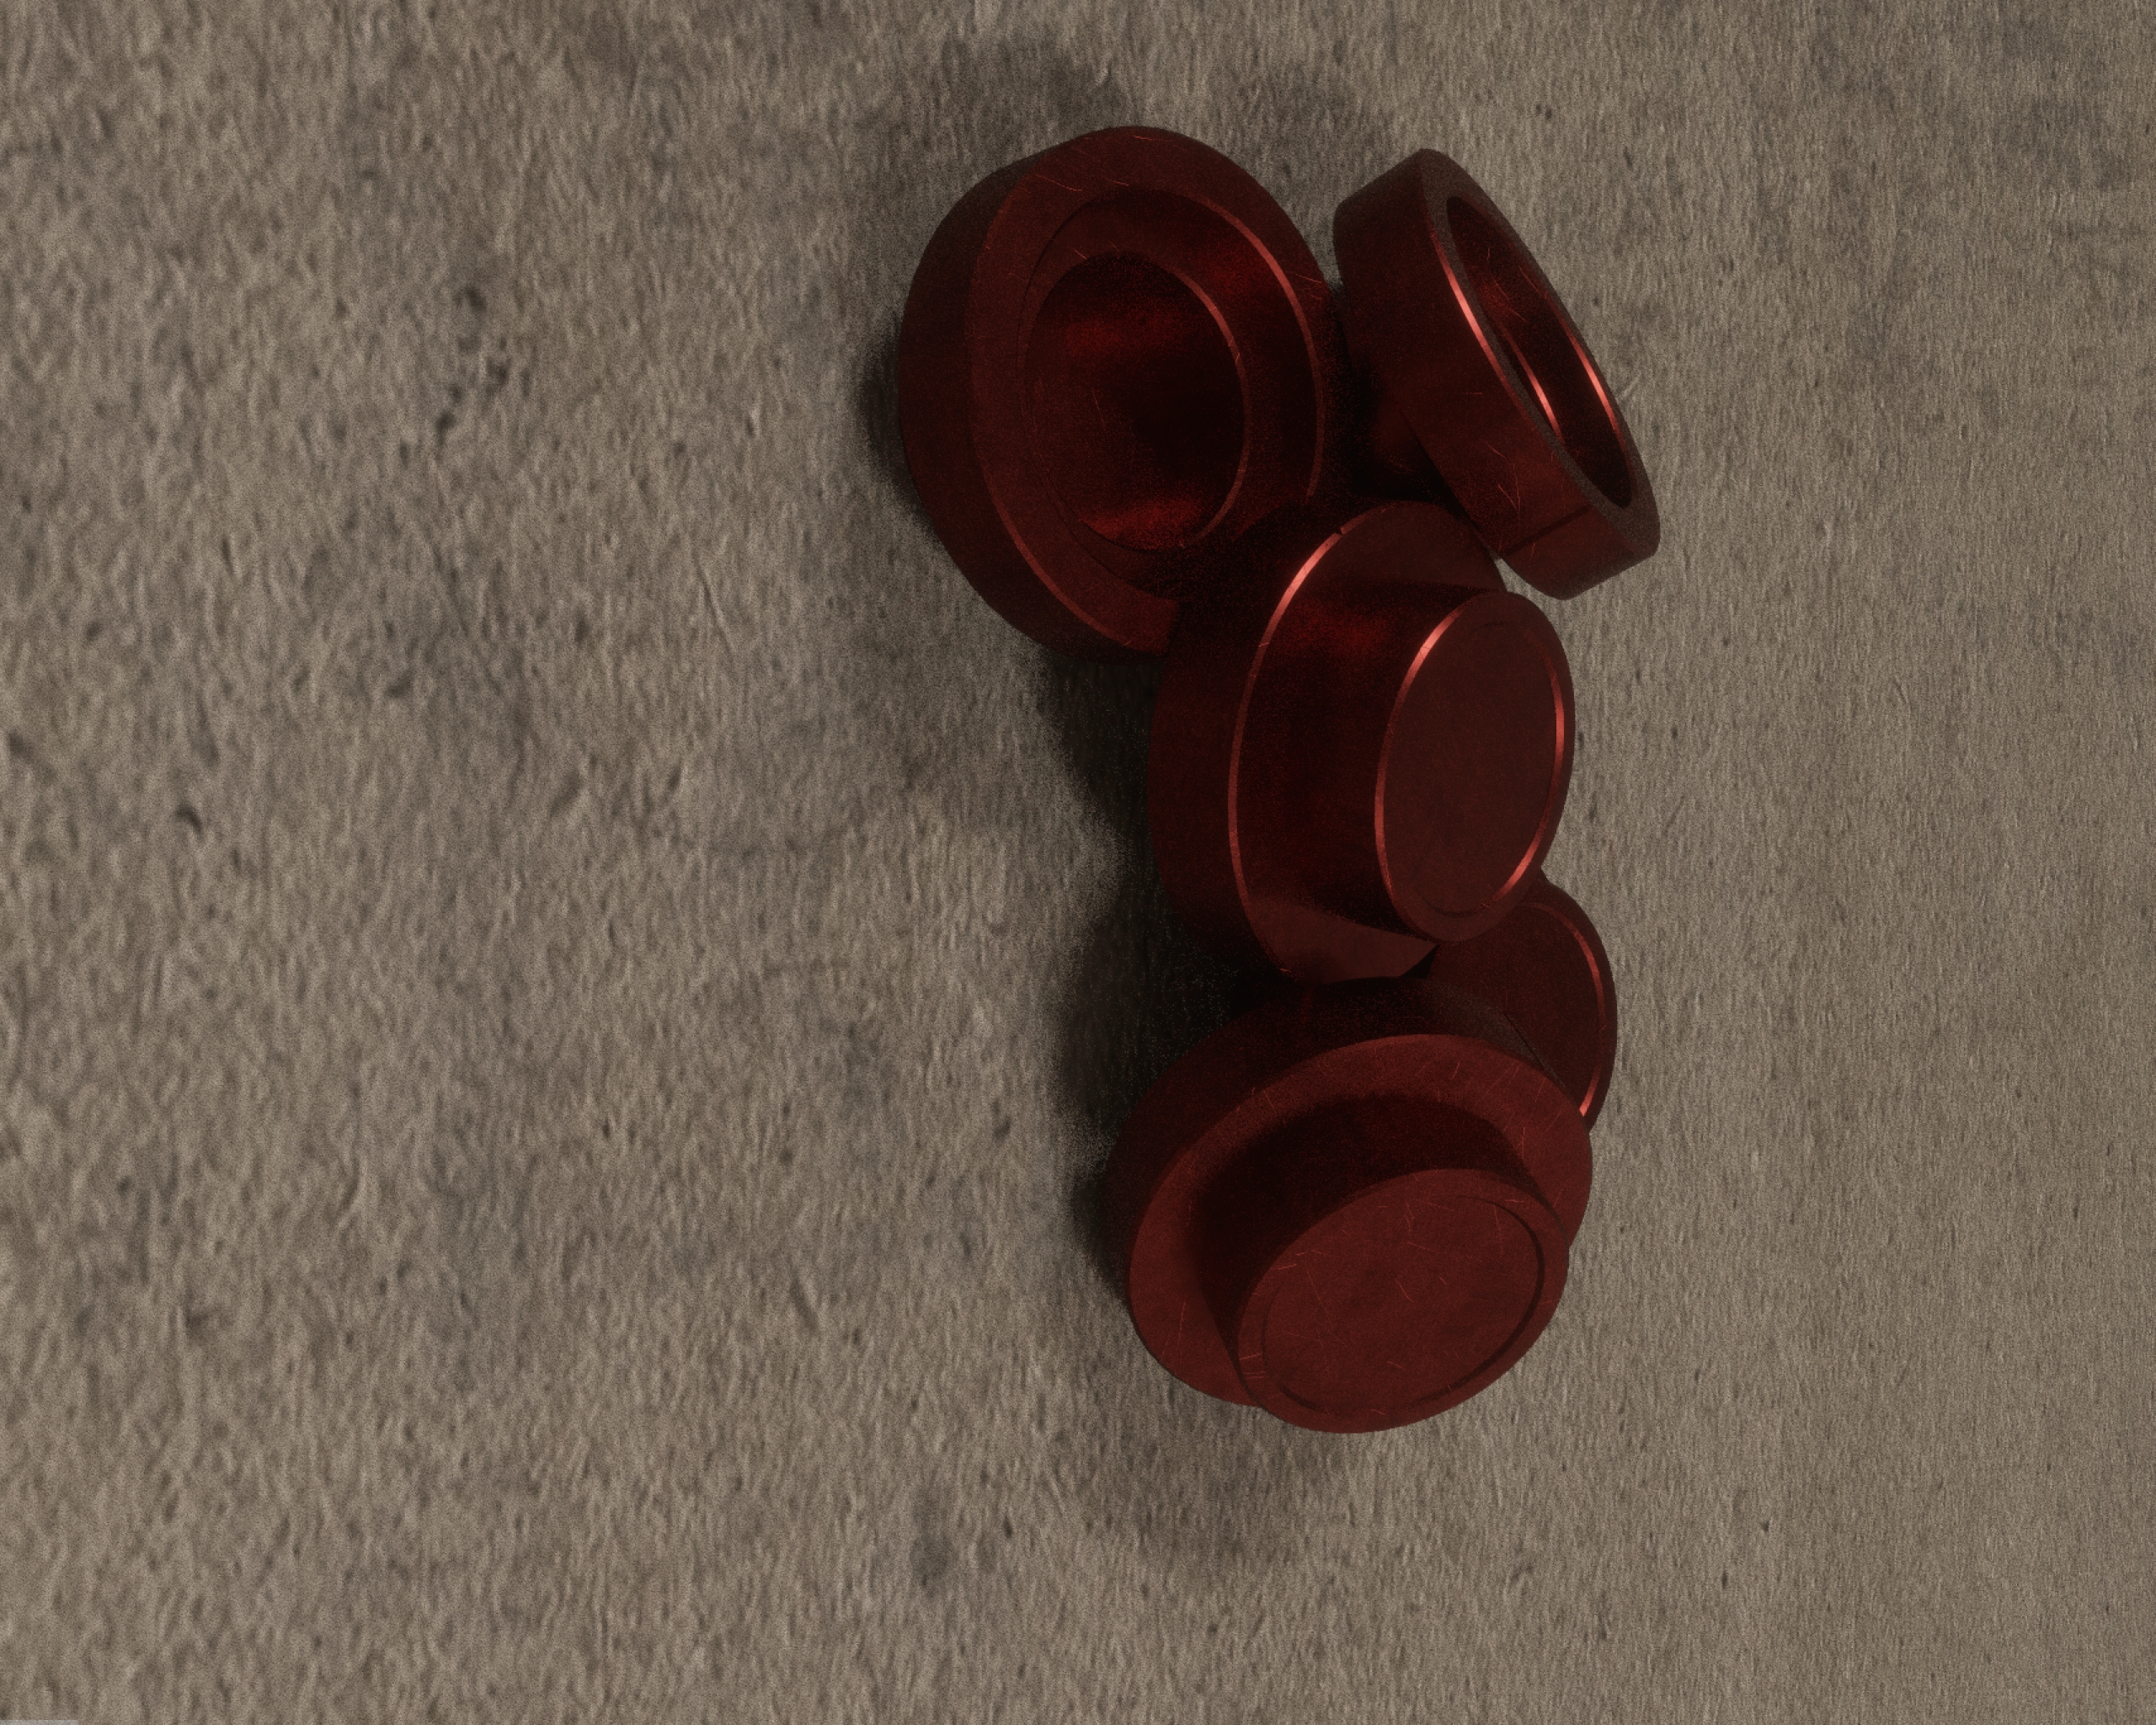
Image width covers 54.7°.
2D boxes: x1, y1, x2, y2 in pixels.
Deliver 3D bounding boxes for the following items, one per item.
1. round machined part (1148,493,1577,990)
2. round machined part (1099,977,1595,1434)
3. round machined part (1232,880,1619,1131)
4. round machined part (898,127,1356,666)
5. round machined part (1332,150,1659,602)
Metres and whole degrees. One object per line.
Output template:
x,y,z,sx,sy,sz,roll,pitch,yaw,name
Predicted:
0.061,-0.021,0.406,0.099,0.042,0.097,-17,113,-45,round machined part
0.057,0.074,0.412,0.099,0.042,0.097,-8,124,-12,round machined part
0.084,0.037,0.468,0.099,0.042,0.097,0,90,-40,round machined part
0.005,-0.086,0.401,0.099,0.042,0.097,0,90,-40,round machined part
0.082,-0.099,0.448,0.098,0.042,0.098,40,35,-35,round machined part
